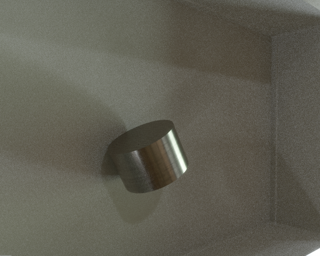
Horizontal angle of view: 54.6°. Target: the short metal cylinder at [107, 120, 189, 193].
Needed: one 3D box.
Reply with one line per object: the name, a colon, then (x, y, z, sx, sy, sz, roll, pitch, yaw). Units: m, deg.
short metal cylinder: (-0.013, 0.031, 0.359, 0.080, 0.080, 0.050, -35, 112, -34)
